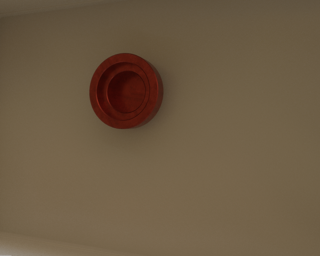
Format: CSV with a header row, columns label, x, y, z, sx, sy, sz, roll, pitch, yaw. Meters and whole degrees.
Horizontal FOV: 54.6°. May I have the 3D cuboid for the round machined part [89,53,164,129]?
label,x,y,z,sx,sy,sz,roll,pitch,yaw
round machined part,-0.041,-0.047,0.417,0.098,0.042,0.097,0,90,20
